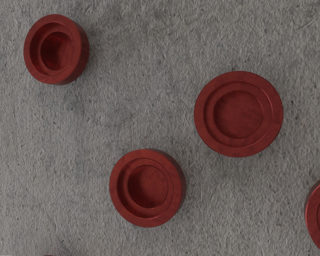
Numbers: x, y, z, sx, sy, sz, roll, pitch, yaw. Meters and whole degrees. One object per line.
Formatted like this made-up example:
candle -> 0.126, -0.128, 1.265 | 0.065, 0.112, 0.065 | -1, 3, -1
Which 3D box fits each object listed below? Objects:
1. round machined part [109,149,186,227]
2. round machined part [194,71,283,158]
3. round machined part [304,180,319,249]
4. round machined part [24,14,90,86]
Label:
round machined part -> -0.013, 0.075, 0.404 | 0.098, 0.042, 0.097 | 0, 90, 20
round machined part -> 0.093, -0.016, 0.367 | 0.098, 0.042, 0.097 | 0, 90, 20
round machined part -> 0.206, 0.092, 0.327 | 0.098, 0.042, 0.097 | 0, 90, 20
round machined part -> -0.145, -0.110, 0.451 | 0.098, 0.042, 0.097 | 0, 90, 20
